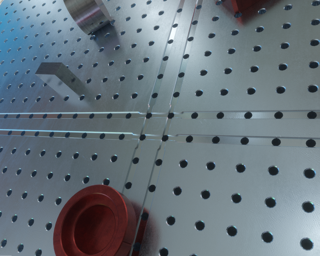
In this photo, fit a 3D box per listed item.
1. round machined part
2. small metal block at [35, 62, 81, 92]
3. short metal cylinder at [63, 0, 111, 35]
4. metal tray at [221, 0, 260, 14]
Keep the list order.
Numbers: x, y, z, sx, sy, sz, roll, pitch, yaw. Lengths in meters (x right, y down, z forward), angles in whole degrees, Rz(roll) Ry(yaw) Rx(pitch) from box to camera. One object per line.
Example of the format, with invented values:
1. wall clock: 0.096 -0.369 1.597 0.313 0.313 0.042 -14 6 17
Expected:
1. round machined part: -0.070 0.119 0.360 0.098 0.042 0.098 -13 56 20
2. small metal block: -0.177 -0.088 0.536 0.050 0.050 0.025 7 66 31
3. short metal cylinder: -0.134 -0.222 0.577 0.050 0.080 0.080 -29 52 10
4. metal tray: 0.148 -0.242 0.475 0.130 0.030 0.090 -32 52 7
